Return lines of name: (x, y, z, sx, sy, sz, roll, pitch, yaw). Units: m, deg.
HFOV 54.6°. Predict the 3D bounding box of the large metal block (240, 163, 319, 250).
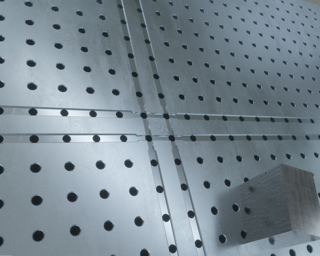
large metal block: (0.150, 0.101, 0.391, 0.050, 0.080, 0.080, 17, 55, -18)
